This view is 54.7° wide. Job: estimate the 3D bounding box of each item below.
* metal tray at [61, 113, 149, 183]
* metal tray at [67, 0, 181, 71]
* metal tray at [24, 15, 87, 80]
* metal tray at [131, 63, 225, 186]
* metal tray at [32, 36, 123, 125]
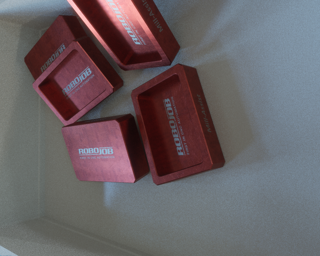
[{"bbox_3d":[-0.083,0.032,0.453,0.130,0.030,0.089,-6,103,39],"label":"metal tray"},{"bbox_3d":[-0.044,-0.130,0.378,0.090,0.130,0.030,2,54,39],"label":"metal tray"},{"bbox_3d":[-0.168,-0.115,0.523,0.130,0.030,0.090,-31,87,35],"label":"metal tray"},{"bbox_3d":[0.018,-0.002,0.386,0.090,0.030,0.129,-24,75,37],"label":"metal tray"},{"bbox_3d":[-0.130,-0.068,0.480,0.130,0.030,0.090,-31,102,35],"label":"metal tray"}]
